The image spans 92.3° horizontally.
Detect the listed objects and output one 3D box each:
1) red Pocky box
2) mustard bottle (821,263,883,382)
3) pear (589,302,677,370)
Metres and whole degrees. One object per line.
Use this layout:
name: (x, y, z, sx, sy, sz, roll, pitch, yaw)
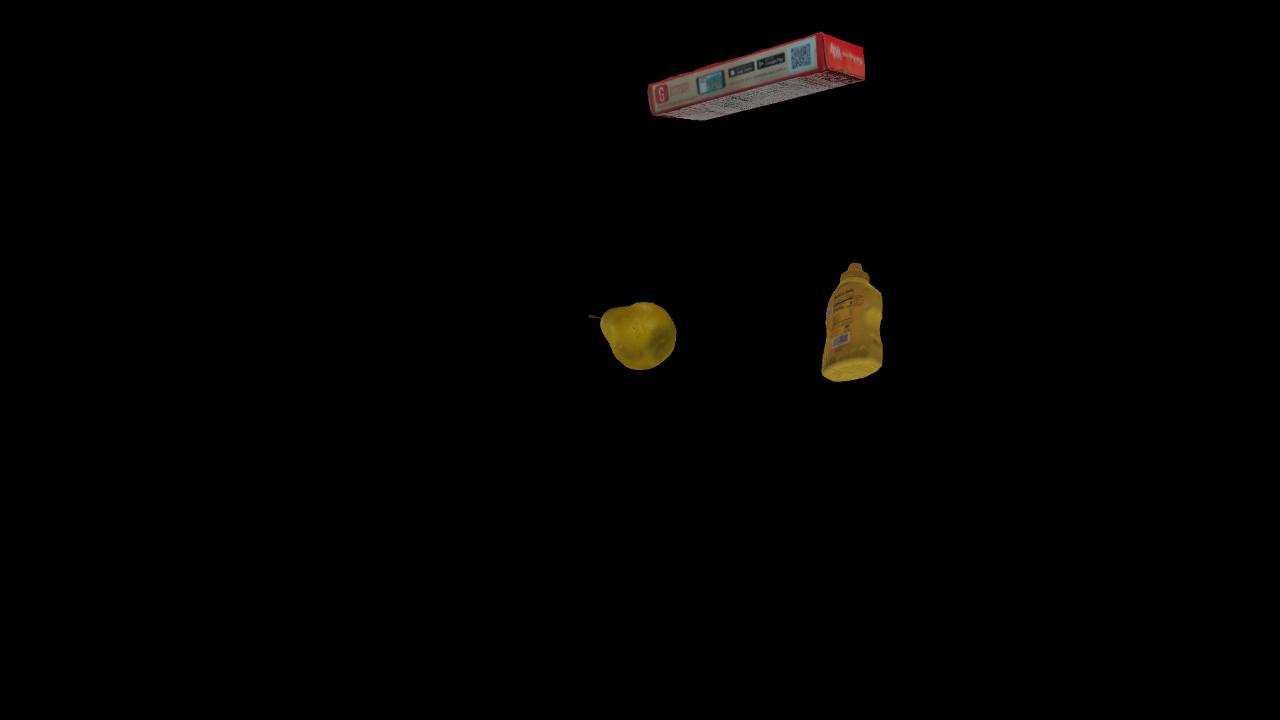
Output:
red Pocky box: (0.092, -0.224, 0.496, 0.155, 0.028, 0.083, 3, 14, 38)
mustard bottle: (0.312, -0.064, 0.899, 0.054, 0.184, 0.092, 21, -27, -19)
pear: (-0.011, -0.037, 0.721, 0.080, 0.080, 0.111, 0, 26, -45)
